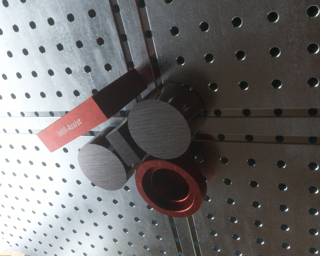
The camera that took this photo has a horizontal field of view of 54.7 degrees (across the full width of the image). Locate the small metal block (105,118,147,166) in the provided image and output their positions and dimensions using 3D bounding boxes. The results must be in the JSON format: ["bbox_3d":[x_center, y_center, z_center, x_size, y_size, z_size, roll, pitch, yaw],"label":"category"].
[{"bbox_3d":[-0.037,0.015,0.418,0.025,0.050,0.050,-28,103,37],"label":"small metal block"}]

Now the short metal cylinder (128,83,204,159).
[{"bbox_3d":[0.008,-0.009,0.380,0.080,0.050,0.079,13,124,21],"label":"short metal cylinder"}]

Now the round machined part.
[{"bbox_3d":[0.019,0.073,0.430,0.098,0.042,0.097,13,124,21],"label":"round machined part"}]

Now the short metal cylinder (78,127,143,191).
[{"bbox_3d":[-0.072,0.045,0.456,0.080,0.050,0.079,13,124,21],"label":"short metal cylinder"}]

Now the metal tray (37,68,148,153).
[{"bbox_3d":[-0.087,-0.022,0.396,0.130,0.090,0.030,-26,104,37],"label":"metal tray"}]
